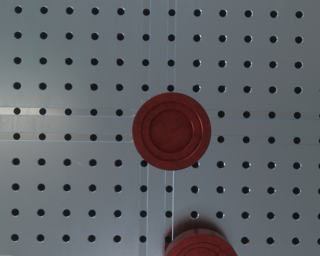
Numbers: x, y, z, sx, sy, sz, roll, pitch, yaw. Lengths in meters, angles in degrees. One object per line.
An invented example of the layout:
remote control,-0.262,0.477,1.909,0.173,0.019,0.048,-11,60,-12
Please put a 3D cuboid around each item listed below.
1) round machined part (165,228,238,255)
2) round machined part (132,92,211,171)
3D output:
round machined part,0.052,0.180,0.405,0.099,0.042,0.097,0,90,0
round machined part,0.015,0.004,0.405,0.099,0.042,0.097,0,90,0
